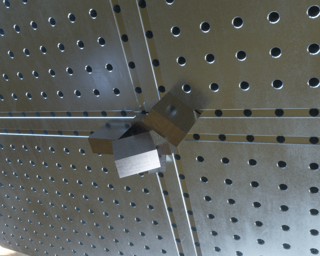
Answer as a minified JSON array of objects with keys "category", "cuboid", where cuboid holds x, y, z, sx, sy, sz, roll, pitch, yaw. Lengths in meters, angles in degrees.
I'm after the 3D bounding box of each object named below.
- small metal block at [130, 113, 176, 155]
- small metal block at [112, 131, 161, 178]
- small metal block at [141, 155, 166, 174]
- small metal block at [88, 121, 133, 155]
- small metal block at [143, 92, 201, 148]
[{"category":"small metal block","cuboid":[-0.007,0.008,0.420,0.050,0.025,0.050,1,119,27]},{"category":"small metal block","cuboid":[-0.031,0.032,0.386,0.050,0.050,0.025,-15,117,-6]},{"category":"small metal block","cuboid":[-0.025,0.048,0.435,0.050,0.050,0.025,2,88,28]},{"category":"small metal block","cuboid":[-0.064,0.013,0.437,0.050,0.050,0.025,2,120,28]},{"category":"small metal block","cuboid":[0.015,-0.012,0.380,0.050,0.050,0.025,37,128,3]}]
